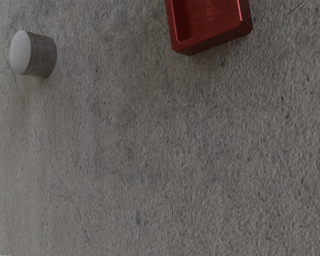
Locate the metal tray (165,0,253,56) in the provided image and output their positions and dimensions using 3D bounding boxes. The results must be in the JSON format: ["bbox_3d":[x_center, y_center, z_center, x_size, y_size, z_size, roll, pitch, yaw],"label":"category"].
[{"bbox_3d":[0.050,-0.160,0.359,0.090,0.030,0.129,-13,82,39],"label":"metal tray"}]

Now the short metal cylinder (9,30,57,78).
[{"bbox_3d":[-0.239,-0.138,0.582,0.080,0.050,0.079,0,90,39],"label":"short metal cylinder"}]
